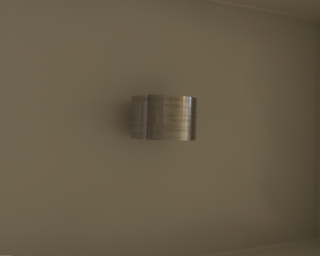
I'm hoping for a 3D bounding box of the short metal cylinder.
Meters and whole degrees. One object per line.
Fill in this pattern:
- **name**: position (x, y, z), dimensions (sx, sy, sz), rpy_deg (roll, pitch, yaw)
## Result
- **short metal cylinder**: position (0.005, -0.011, 0.380), dimensions (0.081, 0.080, 0.050), rpy_deg (2, 90, -20)
